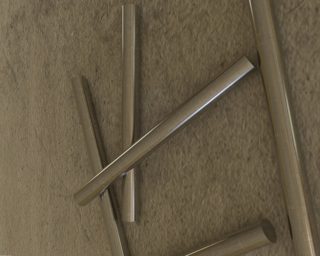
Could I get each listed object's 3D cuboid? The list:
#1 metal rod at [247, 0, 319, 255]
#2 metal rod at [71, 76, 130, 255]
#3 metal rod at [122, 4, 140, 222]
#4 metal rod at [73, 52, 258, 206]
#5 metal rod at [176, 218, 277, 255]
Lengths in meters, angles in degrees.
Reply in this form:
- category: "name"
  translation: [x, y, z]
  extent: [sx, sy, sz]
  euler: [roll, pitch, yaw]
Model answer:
- category: "metal rod"
  translation: [0.120, -0.010, 0.304]
  extent: [0.025, 0.025, 0.298]
  euler: [-13, 82, 39]
- category: "metal rod"
  translation: [-0.094, 0.058, 0.479]
  extent: [0.025, 0.025, 0.299]
  euler: [-26, 74, 36]
- category: "metal rod"
  translation: [-0.041, -0.021, 0.436]
  extent: [0.025, 0.025, 0.298]
  euler: [0, 90, 39]
- category: "metal rod"
  translation: [-0.010, 0.016, 0.387]
  extent: [0.299, 0.025, 0.025]
  euler: [-39, 66, 24]
- category: "metal rod"
  translation: [0.011, 0.181, 0.393]
  extent: [0.299, 0.025, 0.025]
  euler: [-38, 67, 33]
